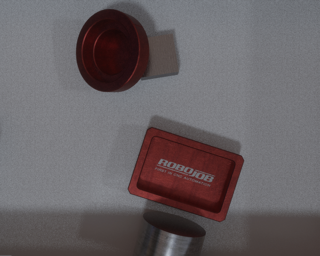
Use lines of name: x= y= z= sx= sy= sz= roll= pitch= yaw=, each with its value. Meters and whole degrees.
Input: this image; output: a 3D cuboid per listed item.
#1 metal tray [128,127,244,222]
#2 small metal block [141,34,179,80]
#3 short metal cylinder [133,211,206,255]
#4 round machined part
metal tray: x=0.033 y=0.059 z=0.409 sx=0.131 sy=0.030 sz=0.090 roll=18 pitch=90 yaw=-1
small metal block: x=-0.004 y=-0.093 z=0.411 sx=0.050 sy=0.025 sz=0.050 roll=-9 pitch=90 yaw=-1
short metal cylinder: x=0.011 y=0.142 z=0.384 sx=0.080 sy=0.080 sz=0.050 roll=15 pitch=90 yaw=-1
round machined part: x=-0.054 y=-0.094 z=0.388 sx=0.098 sy=0.042 sz=0.097 roll=3 pitch=96 yaw=30
